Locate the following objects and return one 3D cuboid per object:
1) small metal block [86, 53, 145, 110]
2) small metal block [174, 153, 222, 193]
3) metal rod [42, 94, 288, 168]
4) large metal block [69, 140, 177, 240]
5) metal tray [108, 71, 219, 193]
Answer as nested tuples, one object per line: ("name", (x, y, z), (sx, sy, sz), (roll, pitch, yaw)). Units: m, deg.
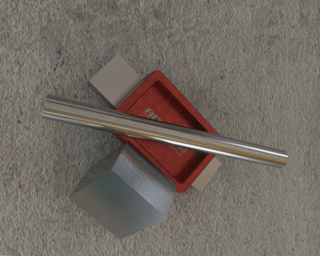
("small metal block", (-0.055, -0.056, 0.390), (0.050, 0.025, 0.050), (47, 75, -15))
("small metal block", (0.048, 0.053, 0.429), (0.050, 0.025, 0.050), (40, 77, -16))
("metal rod", (0.023, 0.010, 0.361), (0.302, 0.025, 0.025), (13, 86, -20))
("large metal block", (-0.042, 0.074, 0.357), (0.080, 0.080, 0.050), (45, 34, -15))
("metal tray", (0.007, 0.006, 0.384), (0.130, 0.030, 0.090), (46, 76, -15))
